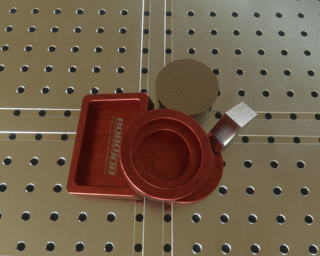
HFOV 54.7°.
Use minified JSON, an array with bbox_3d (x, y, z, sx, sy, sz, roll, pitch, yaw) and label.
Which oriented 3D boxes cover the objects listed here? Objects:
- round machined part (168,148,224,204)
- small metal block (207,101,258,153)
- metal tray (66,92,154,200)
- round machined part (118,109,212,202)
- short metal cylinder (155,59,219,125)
[{"bbox_3d":[0.030,0.044,0.386,0.099,0.042,0.098,0,70,-1],"label":"round machined part"},{"bbox_3d":[0.089,-0.001,0.390,0.025,0.050,0.050,45,41,14],"label":"small metal block"},{"bbox_3d":[-0.059,0.021,0.389,0.090,0.030,0.130,-1,69,15],"label":"metal tray"},{"bbox_3d":[0.003,0.031,0.341,0.099,0.042,0.098,3,71,-10],"label":"round machined part"},{"bbox_3d":[0.034,-0.045,0.415,0.081,0.050,0.080,0,70,0],"label":"short metal cylinder"}]
